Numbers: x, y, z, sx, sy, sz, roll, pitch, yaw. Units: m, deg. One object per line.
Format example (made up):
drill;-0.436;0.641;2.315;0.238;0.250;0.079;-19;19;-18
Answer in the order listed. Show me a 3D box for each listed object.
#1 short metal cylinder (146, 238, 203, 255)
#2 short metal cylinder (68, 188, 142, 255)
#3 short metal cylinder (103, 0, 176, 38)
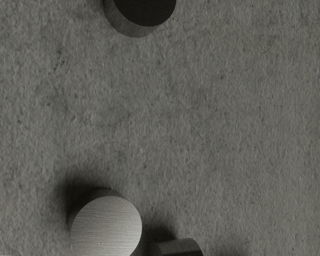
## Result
short metal cylinder;0.019;0.182;0.388;0.050;0.080;0.079;2;90;-20
short metal cylinder;-0.068;0.116;0.372;0.081;0.050;0.079;0;90;-20
short metal cylinder;-0.026;-0.159;0.387;0.081;0.050;0.079;0;90;-21
